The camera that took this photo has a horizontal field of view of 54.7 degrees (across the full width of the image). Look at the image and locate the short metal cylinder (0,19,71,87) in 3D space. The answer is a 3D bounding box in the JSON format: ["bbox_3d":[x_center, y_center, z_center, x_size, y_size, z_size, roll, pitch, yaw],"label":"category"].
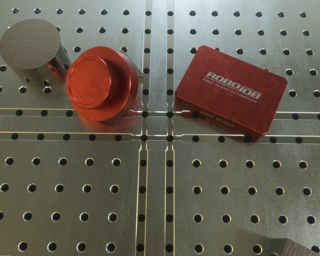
[{"bbox_3d":[-0.173,-0.104,0.435,0.081,0.050,0.080,0,70,0],"label":"short metal cylinder"}]

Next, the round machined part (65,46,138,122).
[{"bbox_3d":[-0.081,-0.057,0.400,0.098,0.042,0.097,0,90,24],"label":"round machined part"}]

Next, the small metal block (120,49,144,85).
[{"bbox_3d":[-0.059,-0.075,0.439,0.050,0.025,0.050,-35,74,-12],"label":"small metal block"}]

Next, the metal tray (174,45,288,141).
[{"bbox_3d":[0.096,-0.050,0.428,0.130,0.030,0.090,25,72,8],"label":"metal tray"}]

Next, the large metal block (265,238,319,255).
[{"bbox_3d":[0.154,0.176,0.335,0.080,0.050,0.080,25,72,9],"label":"large metal block"}]
